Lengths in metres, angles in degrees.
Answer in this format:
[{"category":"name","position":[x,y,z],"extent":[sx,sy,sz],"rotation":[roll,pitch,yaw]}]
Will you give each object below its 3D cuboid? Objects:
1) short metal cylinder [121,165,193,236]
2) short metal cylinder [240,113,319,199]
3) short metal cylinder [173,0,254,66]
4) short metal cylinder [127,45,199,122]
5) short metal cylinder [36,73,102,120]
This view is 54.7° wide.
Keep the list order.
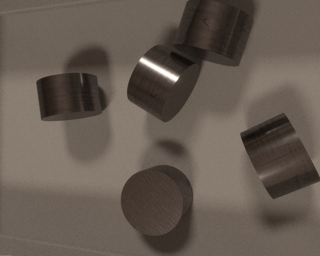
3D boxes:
[{"category":"short metal cylinder","position":[-0.003,0.090,0.397],"extent":[0.080,0.050,0.079],"rotation":[0,90,19]},{"category":"short metal cylinder","position":[0.129,0.030,0.336],"extent":[0.050,0.080,0.080],"rotation":[-28,81,18]},{"category":"short metal cylinder","position":[0.061,-0.108,0.359],"extent":[0.080,0.080,0.050],"rotation":[20,97,18]},{"category":"short metal cylinder","position":[0.005,-0.054,0.379],"extent":[0.050,0.080,0.080],"rotation":[32,100,17]},{"category":"short metal cylinder","position":[-0.123,-0.040,0.423],"extent":[0.080,0.080,0.050],"rotation":[-10,87,19]}]
